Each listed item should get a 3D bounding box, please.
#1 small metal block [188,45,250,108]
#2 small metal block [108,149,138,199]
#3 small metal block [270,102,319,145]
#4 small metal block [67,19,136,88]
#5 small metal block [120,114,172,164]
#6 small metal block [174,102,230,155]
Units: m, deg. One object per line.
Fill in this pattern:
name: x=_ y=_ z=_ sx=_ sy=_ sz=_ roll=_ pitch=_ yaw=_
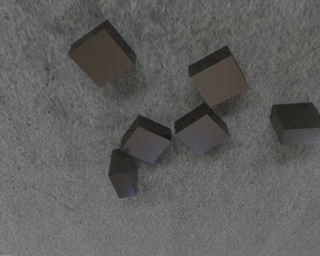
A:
small metal block: x=0.068 y=-0.059 z=0.358 sx=0.050 sy=0.025 sz=0.050 roll=-26 pitch=126 yaw=20
small metal block: x=-0.051 y=0.064 z=0.445 sx=0.025 sy=0.050 sz=0.050 roll=-10 pitch=130 yaw=8
small metal block: x=0.172 y=-0.006 z=0.388 sx=0.050 sy=0.050 sz=0.025 roll=-3 pitch=130 yaw=2
small metal block: x=-0.062 y=-0.080 z=0.338 sx=0.050 sy=0.025 sz=0.050 roll=-28 pitch=125 yaw=21
small metal block: x=-0.019 y=0.016 z=0.421 sx=0.050 sy=0.025 sz=0.050 roll=25 pitch=126 yaw=-20
small metal block: x=0.055 y=0.002 z=0.410 sx=0.050 sy=0.025 sz=0.050 roll=-34 pitch=123 yaw=25
